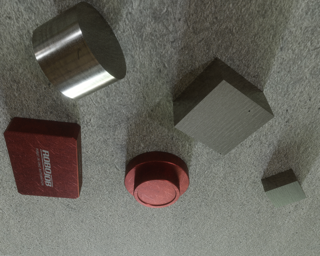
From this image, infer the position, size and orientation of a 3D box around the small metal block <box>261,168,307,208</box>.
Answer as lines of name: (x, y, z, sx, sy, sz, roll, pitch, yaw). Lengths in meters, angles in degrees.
small metal block: (0.196, 0.097, 0.492, 0.050, 0.025, 0.050, -26, 126, 20)

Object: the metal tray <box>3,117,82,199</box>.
metal tray: (-0.160, 0.047, 0.443, 0.091, 0.030, 0.129, 6, 130, -6)

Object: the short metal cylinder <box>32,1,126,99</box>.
short metal cylinder: (-0.076, -0.075, 0.307, 0.050, 0.080, 0.080, -22, 127, 18)

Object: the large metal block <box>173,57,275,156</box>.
large metal block: (0.073, -0.023, 0.372, 0.080, 0.050, 0.080, 30, 124, -23)

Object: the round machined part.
round machined part: (-0.005, 0.084, 0.468, 0.099, 0.042, 0.097, 0, 130, 0)
